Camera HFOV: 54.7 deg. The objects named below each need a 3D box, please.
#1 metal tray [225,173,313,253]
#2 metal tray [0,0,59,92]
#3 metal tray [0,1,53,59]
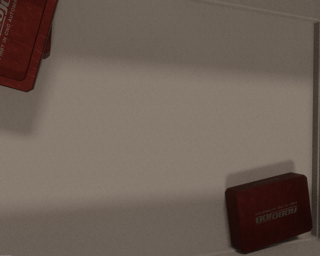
[{"bbox_3d":[0.168,0.125,0.472,0.131,0.030,0.089,-9,93,-20],"label":"metal tray"},{"bbox_3d":[-0.160,-0.110,0.313,0.091,0.030,0.129,15,90,-21],"label":"metal tray"},{"bbox_3d":[-0.187,-0.131,0.339,0.131,0.030,0.089,4,89,-20],"label":"metal tray"}]
